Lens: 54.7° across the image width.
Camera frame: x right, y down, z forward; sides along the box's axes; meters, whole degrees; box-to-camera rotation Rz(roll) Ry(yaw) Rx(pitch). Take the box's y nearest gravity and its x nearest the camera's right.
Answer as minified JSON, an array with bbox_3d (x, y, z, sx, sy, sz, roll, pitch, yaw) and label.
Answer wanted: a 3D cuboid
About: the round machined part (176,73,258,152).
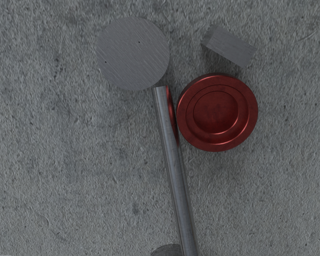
[{"bbox_3d":[0.069,-0.022,0.393,0.099,0.042,0.097,0,110,0],"label":"round machined part"}]

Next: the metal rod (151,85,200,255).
[{"bbox_3d":[0.027,0.092,0.415,0.025,0.025,0.298,-10,99,3],"label":"metal rod"}]

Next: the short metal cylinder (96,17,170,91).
[{"bbox_3d":[-0.030,-0.089,0.363,0.081,0.050,0.079,0,110,0],"label":"short metal cylinder"}]

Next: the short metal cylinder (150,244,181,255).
[{"bbox_3d":[0.021,0.229,0.481,0.081,0.050,0.079,0,110,0],"label":"short metal cylinder"}]

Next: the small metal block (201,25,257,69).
[{"bbox_3d":[0.078,-0.096,0.362,0.050,0.050,0.025,27,108,-10],"label":"small metal block"}]
